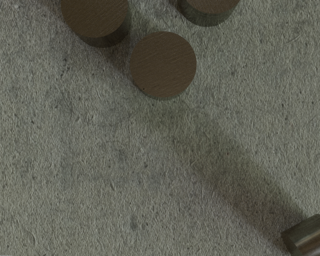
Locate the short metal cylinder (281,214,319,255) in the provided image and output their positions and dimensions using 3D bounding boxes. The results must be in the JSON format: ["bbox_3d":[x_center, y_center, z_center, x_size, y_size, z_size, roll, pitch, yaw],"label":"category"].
[{"bbox_3d":[0.197,0.155,0.384,0.050,0.080,0.080,-29,90,0],"label":"short metal cylinder"}]

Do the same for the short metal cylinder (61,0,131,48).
[{"bbox_3d":[-0.079,-0.148,0.397,0.081,0.050,0.080,0,90,0],"label":"short metal cylinder"}]

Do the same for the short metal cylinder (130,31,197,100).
[{"bbox_3d":[0.004,-0.077,0.397,0.081,0.050,0.080,0,90,0],"label":"short metal cylinder"}]

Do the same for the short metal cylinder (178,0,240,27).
[{"bbox_3d":[0.064,-0.178,0.398,0.081,0.050,0.080,0,90,0],"label":"short metal cylinder"}]
